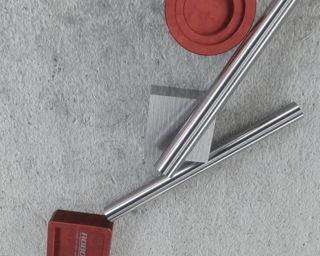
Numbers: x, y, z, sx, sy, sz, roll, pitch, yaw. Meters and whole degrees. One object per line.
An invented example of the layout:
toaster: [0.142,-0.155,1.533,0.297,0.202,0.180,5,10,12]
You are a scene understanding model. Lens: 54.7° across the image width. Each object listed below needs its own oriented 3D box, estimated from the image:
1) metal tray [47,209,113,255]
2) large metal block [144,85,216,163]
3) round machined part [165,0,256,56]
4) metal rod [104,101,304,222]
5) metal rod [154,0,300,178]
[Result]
metal tray: [-0.124,0.193,0.476,0.091,0.030,0.129,8,110,-4]
large metal block: [0.024,-0.006,0.395,0.081,0.050,0.079,6,110,-3]
round machined part: [0.054,-0.134,0.352,0.099,0.042,0.097,0,110,-1]
metal rod: [0.053,0.051,0.429,0.300,0.025,0.025,-31,108,10]
metal rod: [0.090,-0.072,0.345,0.025,0.025,0.299,35,91,-12]
